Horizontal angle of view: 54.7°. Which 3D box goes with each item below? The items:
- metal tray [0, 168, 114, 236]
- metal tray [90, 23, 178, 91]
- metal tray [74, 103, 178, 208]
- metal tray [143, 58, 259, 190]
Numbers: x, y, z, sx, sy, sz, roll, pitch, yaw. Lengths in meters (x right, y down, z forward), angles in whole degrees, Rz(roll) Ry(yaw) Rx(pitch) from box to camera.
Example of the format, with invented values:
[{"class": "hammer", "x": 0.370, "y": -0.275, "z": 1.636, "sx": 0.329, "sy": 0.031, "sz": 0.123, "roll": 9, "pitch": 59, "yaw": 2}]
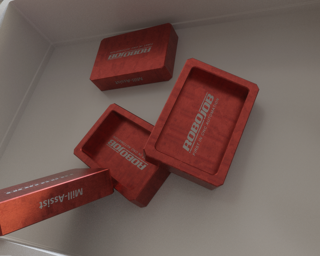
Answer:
[{"class": "metal tray", "x": -0.130, "y": 0.076, "z": 0.348, "sx": 0.090, "sy": 0.131, "sz": 0.030, "roll": -9, "pitch": 93, "yaw": 47}, {"class": "metal tray", "x": -0.041, "y": -0.111, "z": 0.490, "sx": 0.130, "sy": 0.030, "sz": 0.090, "roll": -5, "pitch": 59, "yaw": 25}, {"class": "metal tray", "x": -0.044, "y": 0.030, "z": 0.405, "sx": 0.130, "sy": 0.030, "sz": 0.090, "roll": 30, "pitch": 78, "yaw": 37}, {"class": "metal tray", "x": 0.048, "y": -0.007, "z": 0.353, "sx": 0.090, "sy": 0.030, "sz": 0.130, "roll": 24, "pitch": 71, "yaw": 5}]
